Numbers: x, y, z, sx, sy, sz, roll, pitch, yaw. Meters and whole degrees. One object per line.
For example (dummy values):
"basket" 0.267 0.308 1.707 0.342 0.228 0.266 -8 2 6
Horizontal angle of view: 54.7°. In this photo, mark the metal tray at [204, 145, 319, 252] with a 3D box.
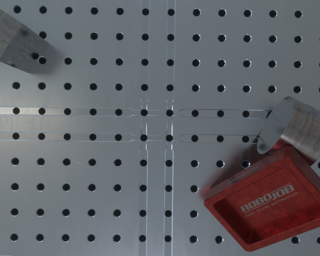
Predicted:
"metal tray" 0.130 0.090 0.375 0.090 0.030 0.129 48 126 -1

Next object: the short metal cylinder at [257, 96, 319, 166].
"short metal cylinder" 0.165 0.007 0.387 0.050 0.080 0.080 26 90 0

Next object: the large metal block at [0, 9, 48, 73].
"large metal block" -0.200 -0.117 0.384 0.080 0.080 0.050 33 90 0
